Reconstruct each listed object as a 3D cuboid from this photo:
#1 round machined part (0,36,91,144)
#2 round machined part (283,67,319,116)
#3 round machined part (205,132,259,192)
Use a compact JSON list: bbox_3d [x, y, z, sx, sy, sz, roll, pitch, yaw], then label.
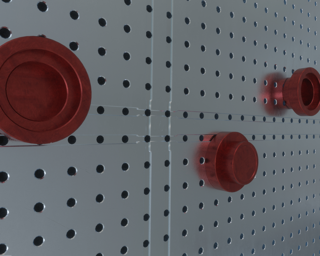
[{"bbox_3d":[-0.120,-0.034,0.297,0.099,0.042,0.097,0,90,-40],"label":"round machined part"},{"bbox_3d":[0.291,-0.073,0.637,0.099,0.042,0.097,-1,91,-35],"label":"round machined part"},{"bbox_3d":[0.121,0.055,0.498,0.099,0.042,0.097,0,90,-40],"label":"round machined part"}]
